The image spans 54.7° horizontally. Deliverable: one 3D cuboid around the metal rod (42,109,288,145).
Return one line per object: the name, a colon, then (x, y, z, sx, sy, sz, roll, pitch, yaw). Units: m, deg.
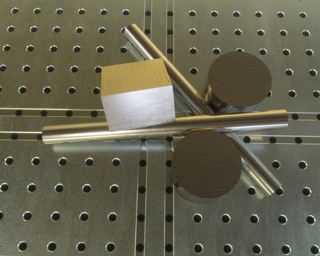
metal rod: (0.002, 0.000, 0.390, 0.302, 0.025, 0.025, -4, 70, 5)

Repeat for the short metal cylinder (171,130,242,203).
short metal cylinder: (0.054, 0.048, 0.377, 0.081, 0.050, 0.080, 0, 70, 0)

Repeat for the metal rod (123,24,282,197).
metal rod: (0.048, -0.034, 0.421, 0.025, 0.025, 0.300, -36, 74, -12)

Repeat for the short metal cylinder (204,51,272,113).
short metal cylinder: (0.101, -0.055, 0.416, 0.081, 0.050, 0.080, 0, 70, 0)

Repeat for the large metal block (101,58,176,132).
large metal block: (-0.029, -0.044, 0.391, 0.081, 0.050, 0.080, -9, 36, -3)
